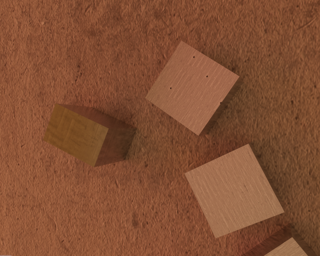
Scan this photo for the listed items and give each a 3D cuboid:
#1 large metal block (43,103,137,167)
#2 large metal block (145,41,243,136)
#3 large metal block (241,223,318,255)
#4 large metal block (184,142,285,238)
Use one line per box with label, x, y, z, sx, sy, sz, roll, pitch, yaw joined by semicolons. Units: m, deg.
large metal block;-0.090;0.008;0.411;0.080;0.080;0.050;24;98;18
large metal block;0.043;-0.047;0.380;0.080;0.050;0.080;36;102;16
large metal block;0.141;0.169;0.346;0.080;0.050;0.080;-42;77;15
large metal block;0.088;0.070;0.365;0.080;0.050;0.080;-28;81;18
